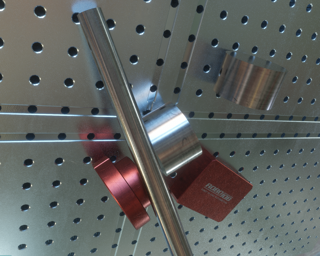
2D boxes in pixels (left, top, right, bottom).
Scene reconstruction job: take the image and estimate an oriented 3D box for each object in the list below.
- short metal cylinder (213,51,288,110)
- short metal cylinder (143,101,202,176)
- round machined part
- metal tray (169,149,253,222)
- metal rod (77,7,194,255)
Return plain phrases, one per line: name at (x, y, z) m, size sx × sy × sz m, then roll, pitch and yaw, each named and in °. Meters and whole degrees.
short metal cylinder at (0.115, -0.063, 0.399) m, size 0.081 × 0.080 × 0.050 m, roll 2°, pitch 118°, yaw -29°
short metal cylinder at (0.009, 0.013, 0.389) m, size 0.050 × 0.080 × 0.080 m, roll -31°, pitch 129°, yaw -9°
round machined part at (-0.040, 0.074, 0.389) m, size 0.042 × 0.098 × 0.098 m, roll -34°, pitch 129°, yaw -14°
metal tray at (0.088, 0.101, 0.518) m, size 0.130 × 0.030 × 0.090 m, roll 35°, pitch 99°, yaw -39°
metal rod at (-0.020, 0.022, 0.339) m, size 0.025 × 0.025 × 0.298 m, roll -23°, pitch 104°, yaw -14°
